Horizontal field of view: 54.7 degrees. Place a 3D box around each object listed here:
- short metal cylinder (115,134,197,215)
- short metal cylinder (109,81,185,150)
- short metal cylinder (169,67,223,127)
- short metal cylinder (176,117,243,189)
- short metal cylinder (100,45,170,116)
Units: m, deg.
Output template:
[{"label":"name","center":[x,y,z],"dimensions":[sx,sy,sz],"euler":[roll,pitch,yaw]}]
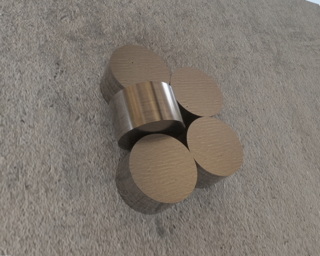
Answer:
[{"label":"short metal cylinder","center":[-0.005,0.053,0.354],"dimensions":[0.081,0.050,0.080],"euler":[13,57,-20]},{"label":"short metal cylinder","center":[-0.016,-0.012,0.369],"dimensions":[0.081,0.080,0.050],"euler":[-3,64,-30]},{"label":"short metal cylinder","center":[0.039,-0.038,0.433],"dimensions":[0.081,0.050,0.080],"euler":[13,57,-21]},{"label":"short metal cylinder","center":[0.058,0.032,0.400],"dimensions":[0.081,0.050,0.080],"euler":[13,57,-20]},{"label":"short metal cylinder","center":[-0.034,-0.062,0.409],"dimensions":[0.081,0.050,0.080],"euler":[13,57,-20]}]
